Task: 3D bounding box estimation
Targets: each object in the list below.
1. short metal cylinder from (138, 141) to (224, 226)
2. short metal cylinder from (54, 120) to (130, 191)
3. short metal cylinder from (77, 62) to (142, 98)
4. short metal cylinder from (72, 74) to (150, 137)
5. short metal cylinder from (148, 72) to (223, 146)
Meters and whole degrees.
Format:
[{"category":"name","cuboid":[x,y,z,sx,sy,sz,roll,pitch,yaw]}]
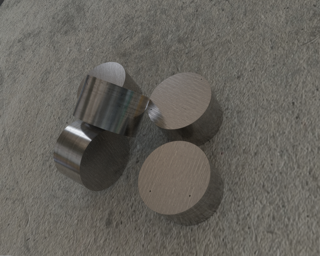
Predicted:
[{"category":"short metal cylinder","cuboid":[0.024,0.061,0.338,0.080,0.050,0.080,-13,56,21]},{"category":"short metal cylinder","cuboid":[-0.085,0.033,0.393,0.050,0.080,0.080,18,72,35]},{"category":"short metal cylinder","cuboid":[-0.073,-0.050,0.457,0.080,0.050,0.080,-13,56,21]},{"category":"short metal cylinder","cuboid":[-0.058,-0.026,0.374,0.080,0.080,0.050,23,94,36]},{"category":"short metal cylinder","cuboid":[0.032,-0.022,0.385,0.080,0.050,0.080,-13,56,21]}]
